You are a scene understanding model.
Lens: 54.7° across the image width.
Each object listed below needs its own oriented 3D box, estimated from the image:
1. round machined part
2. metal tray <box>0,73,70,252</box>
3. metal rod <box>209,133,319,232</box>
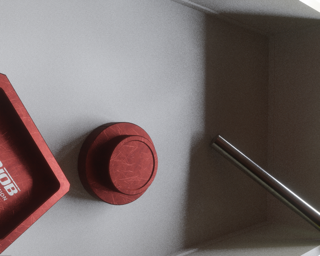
[{"bbox_3d":[-0.041,0.041,0.363,0.099,0.042,0.097,0,90,-40],"label":"round machined part"},{"bbox_3d":[-0.145,0.029,0.264,0.090,0.030,0.129,-46,124,-42],"label":"metal tray"},{"bbox_3d":[0.203,0.110,0.493,0.301,0.025,0.025,38,64,-4],"label":"metal rod"}]
